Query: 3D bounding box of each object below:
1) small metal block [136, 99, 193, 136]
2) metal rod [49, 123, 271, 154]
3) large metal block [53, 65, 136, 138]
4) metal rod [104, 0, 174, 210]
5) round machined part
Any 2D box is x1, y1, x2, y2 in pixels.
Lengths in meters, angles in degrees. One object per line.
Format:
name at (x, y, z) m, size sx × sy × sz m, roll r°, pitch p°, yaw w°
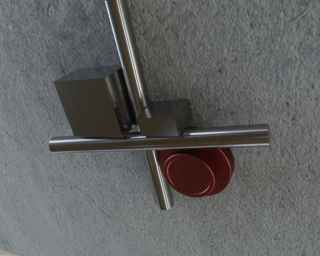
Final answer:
small metal block at (0.007, -0.013, 0.379) m, size 0.050 × 0.050 × 0.025 m, roll -1°, pitch 118°, yaw 28°
metal rod at (-0.019, 0.016, 0.395) m, size 0.301 × 0.025 × 0.025 m, roll -4°, pitch 117°, yaw 25°
large metal block at (-0.080, -0.035, 0.410) m, size 0.080 × 0.050 × 0.079 m, roll 1°, pitch 119°, yaw 27°
metal rod at (-0.021, -0.013, 0.409) m, size 0.025 × 0.025 × 0.298 m, roll 1°, pitch 119°, yaw 27°
round machined part at (0.044, 0.051, 0.404) m, size 0.098 × 0.042 × 0.097 m, roll 13°, pitch 124°, yaw 20°
